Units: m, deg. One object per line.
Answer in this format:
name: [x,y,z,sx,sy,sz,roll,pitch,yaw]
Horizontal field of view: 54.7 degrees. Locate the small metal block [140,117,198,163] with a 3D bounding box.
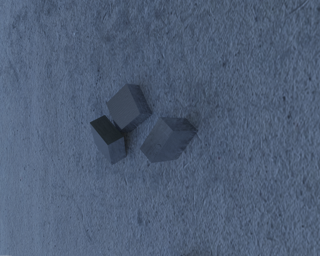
small metal block: [0.011,0.014,0.380,0.025,0.050,0.050,48,119,29]

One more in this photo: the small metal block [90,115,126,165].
small metal block: [-0.075,0.018,0.451,0.050,0.025,0.050,46,153,30]

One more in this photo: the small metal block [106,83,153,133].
small metal block: [-0.045,-0.028,0.442,0.050,0.025,0.050,-38,67,33]
